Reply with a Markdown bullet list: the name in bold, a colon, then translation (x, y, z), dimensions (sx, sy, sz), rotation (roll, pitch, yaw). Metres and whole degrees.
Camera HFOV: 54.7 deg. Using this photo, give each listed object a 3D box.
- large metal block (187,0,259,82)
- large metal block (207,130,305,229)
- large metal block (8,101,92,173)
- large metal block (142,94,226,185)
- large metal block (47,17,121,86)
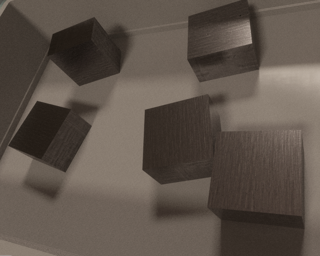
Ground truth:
- **large metal block**: translation (0.084, -0.116, 0.416), dimensions (0.080, 0.050, 0.080), rotation (-10, 58, 22)
- **large metal block**: translation (0.098, 0.050, 0.307), dimensions (0.080, 0.050, 0.080), rotation (-2, 61, 27)
- **large metal block**: translation (-0.165, 0.011, 0.467), dimensions (0.080, 0.050, 0.080), rotation (14, 69, 33)
- **large metal block**: translation (0.028, 0.015, 0.365), dimensions (0.080, 0.050, 0.080), rotation (-13, 56, 21)
- **large metal block**: translation (-0.120, -0.121, 0.506), dimensions (0.080, 0.080, 0.050), rotation (-14, 56, 20)
